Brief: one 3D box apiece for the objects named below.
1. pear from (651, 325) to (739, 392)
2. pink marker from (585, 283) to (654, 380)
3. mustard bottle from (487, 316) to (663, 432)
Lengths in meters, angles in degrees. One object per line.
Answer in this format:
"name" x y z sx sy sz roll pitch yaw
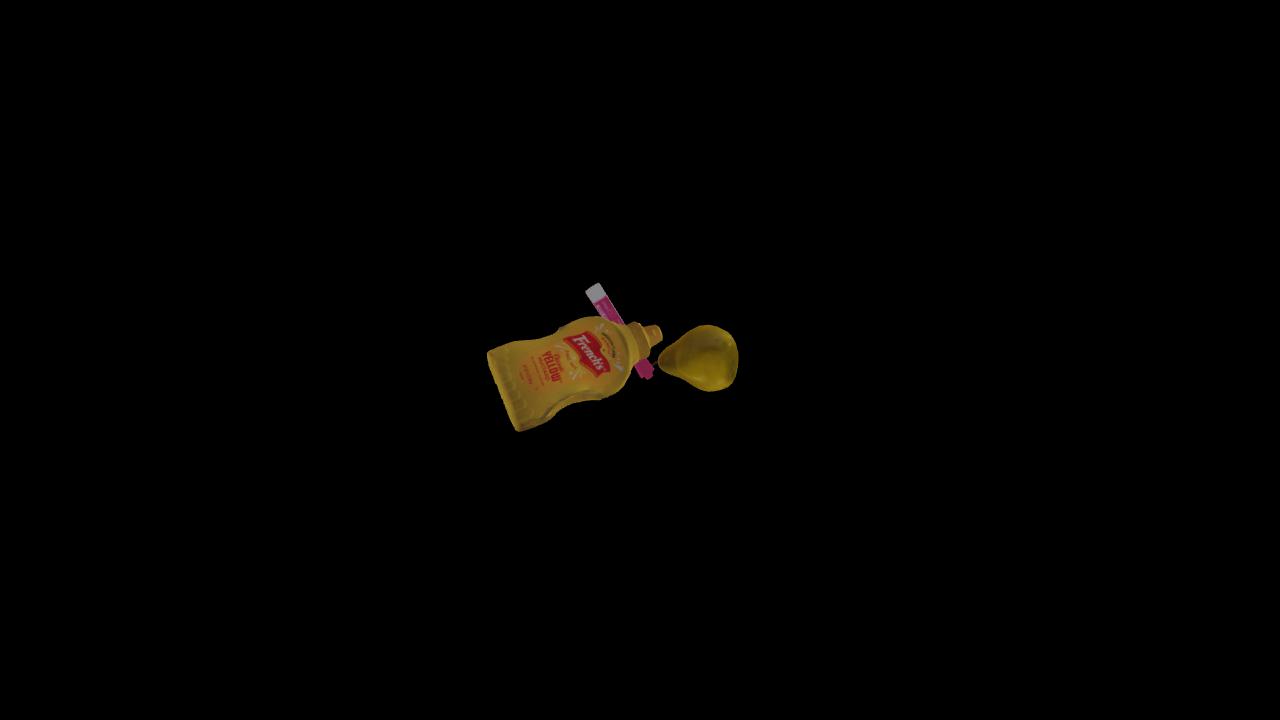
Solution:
"pear" 0.057 -0.003 0.718 0.111 0.080 0.080 4 2 22
"pink marker" -0.020 -0.029 0.678 0.020 0.121 0.020 -31 14 8
"mustard bottle" -0.059 0.001 0.648 0.184 0.092 0.054 -21 -21 -16
